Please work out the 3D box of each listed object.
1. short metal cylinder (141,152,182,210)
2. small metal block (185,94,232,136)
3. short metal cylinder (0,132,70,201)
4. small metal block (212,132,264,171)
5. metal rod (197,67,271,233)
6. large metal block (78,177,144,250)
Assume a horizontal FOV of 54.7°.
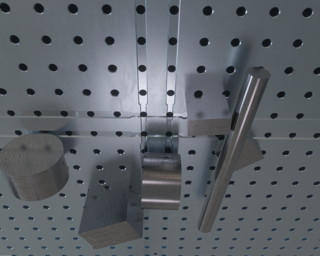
[{"bbox_3d":[0.001,0.075,0.439,0.050,0.080,0.079,3,130,-3],"label":"short metal cylinder"},{"bbox_3d":[0.058,-0.017,0.381,0.050,0.050,0.025,-2,130,2],"label":"small metal block"},{"bbox_3d":[-0.167,0.051,0.417,0.081,0.080,0.050,1,130,-1],"label":"short metal cylinder"},{"bbox_3d":[0.110,0.031,0.439,0.050,0.025,0.050,-30,124,22],"label":"small metal block"},{"bbox_3d":[0.090,0.053,0.424,0.025,0.025,0.298,4,131,-4],"label":"metal rod"},{"bbox_3d":[-0.073,0.134,0.489,0.080,0.080,0.050,-19,128,16],"label":"large metal block"}]
